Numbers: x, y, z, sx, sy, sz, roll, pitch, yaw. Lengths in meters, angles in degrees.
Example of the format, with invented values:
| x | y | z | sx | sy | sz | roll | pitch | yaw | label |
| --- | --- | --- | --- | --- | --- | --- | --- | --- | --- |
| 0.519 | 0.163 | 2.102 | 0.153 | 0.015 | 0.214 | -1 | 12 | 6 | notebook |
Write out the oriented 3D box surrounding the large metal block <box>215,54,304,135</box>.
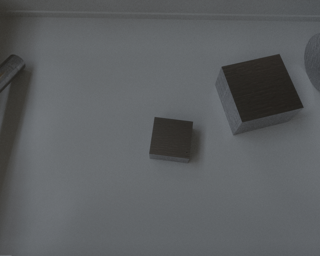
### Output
| x | y | z | sx | sy | sz | roll | pitch | yaw | label |
| --- | --- | --- | --- | --- | --- | --- | --- | --- | --- |
| 0.128 | -0.044 | 0.414 | 0.081 | 0.050 | 0.080 | -13 | 71 | -5 | large metal block |

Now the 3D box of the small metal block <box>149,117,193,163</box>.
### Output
| x | y | z | sx | sy | sz | roll | pitch | yaw | label |
| --- | --- | --- | --- | --- | --- | --- | --- | --- | --- |
| 0.015 | 0.016 | 0.404 | 0.050 | 0.025 | 0.050 | 7 | 70 | 2 | small metal block |

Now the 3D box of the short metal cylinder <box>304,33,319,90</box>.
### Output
| x | y | z | sx | sy | sz | roll | pitch | yaw | label |
| --- | --- | --- | --- | --- | --- | --- | --- | --- | --- |
| 0.242 | -0.093 | 0.417 | 0.050 | 0.080 | 0.080 | -14 | 71 | -5 | short metal cylinder |

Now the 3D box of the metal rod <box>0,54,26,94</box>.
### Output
| x | y | z | sx | sy | sz | roll | pitch | yaw | label |
| --- | --- | --- | --- | --- | --- | --- | --- | --- | --- |
| -0.243 | 0.010 | 0.343 | 0.025 | 0.025 | 0.300 | 16 | 48 | 5 | metal rod |
